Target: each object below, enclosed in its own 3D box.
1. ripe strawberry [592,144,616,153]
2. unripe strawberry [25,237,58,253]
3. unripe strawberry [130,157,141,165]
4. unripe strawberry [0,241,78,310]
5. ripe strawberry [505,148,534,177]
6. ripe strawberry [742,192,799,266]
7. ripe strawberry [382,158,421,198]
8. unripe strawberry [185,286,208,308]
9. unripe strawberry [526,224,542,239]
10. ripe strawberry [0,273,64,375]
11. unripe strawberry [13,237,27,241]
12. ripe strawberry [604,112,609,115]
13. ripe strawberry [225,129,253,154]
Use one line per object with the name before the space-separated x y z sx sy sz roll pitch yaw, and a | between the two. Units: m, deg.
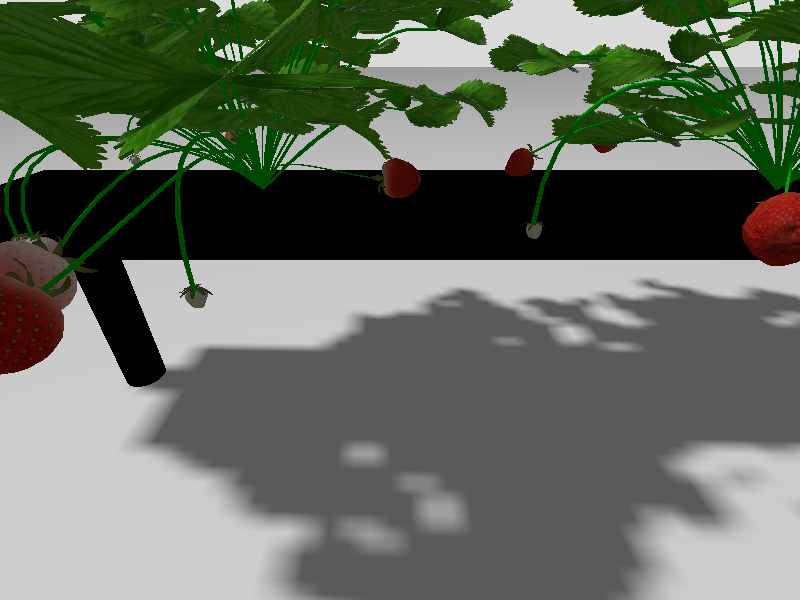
ripe strawberry | 0.242 -0.192 0.478 0.029 0.030 0.031 -16 35 -25
unripe strawberry | -0.197 -0.027 0.222 0.016 0.016 0.014 16 35 23
unripe strawberry | -0.263 -0.138 0.399 0.010 0.010 0.009 13 34 20
unripe strawberry | -0.165 -0.007 0.172 0.038 0.032 0.038 7 39 11
ripe strawberry | 0.113 -0.129 0.380 0.027 0.023 0.027 -33 19 28
ripe strawberry | 0.207 -0.037 0.216 0.034 0.039 0.037 24 40 33
ripe strawberry | 0.001 -0.096 0.319 0.030 0.032 0.028 7 33 11
unripe strawberry | -0.091 -0.001 0.179 0.009 0.010 0.010 -4 32 -7
unripe strawberry | 0.084 -0.043 0.252 0.010 0.010 0.011 -14 34 -21
ripe strawberry | -0.148 0.010 0.141 0.042 0.036 0.042 4 33 6
unripe strawberry | -0.216 -0.031 0.230 0.011 0.011 0.010 20 37 29
ripe strawberry | 0.271 -0.239 0.551 0.033 0.035 0.035 -7 25 -11
ripe strawberry | -0.189 -0.187 0.469 0.030 0.032 0.033 -14 34 -21
